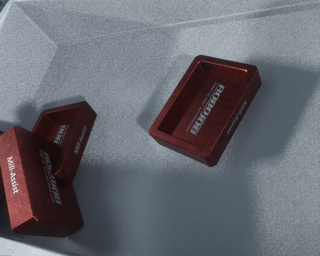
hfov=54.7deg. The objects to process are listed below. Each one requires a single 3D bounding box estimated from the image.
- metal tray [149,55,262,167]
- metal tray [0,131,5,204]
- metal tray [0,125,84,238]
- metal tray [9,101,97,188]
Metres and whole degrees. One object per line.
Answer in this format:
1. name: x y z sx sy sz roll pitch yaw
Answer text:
1. metal tray: 0.057 -0.027 0.388 0.090 0.030 0.130 22 73 36
2. metal tray: -0.260 0.064 0.451 0.090 0.030 0.130 25 55 -1
3. metal tray: -0.150 0.068 0.388 0.030 0.090 0.130 -32 60 8
4. metal tray: -0.153 0.023 0.453 0.090 0.030 0.130 -9 47 23
